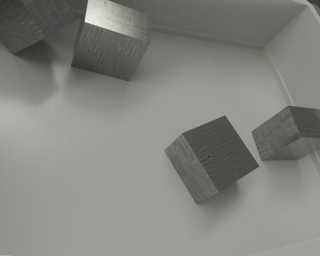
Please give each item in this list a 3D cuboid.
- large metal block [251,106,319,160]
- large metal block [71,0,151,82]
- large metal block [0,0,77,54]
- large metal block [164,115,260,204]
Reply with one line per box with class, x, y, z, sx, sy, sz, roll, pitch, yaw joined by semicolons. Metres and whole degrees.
large metal block;0.203;0.011;0.473;0.081;0.080;0.050;3;61;-27
large metal block;-0.065;-0.114;0.405;0.081;0.080;0.050;12;57;-22
large metal block;-0.156;-0.139;0.352;0.050;0.080;0.080;-52;124;-39
large metal block;0.066;0.039;0.401;0.081;0.050;0.080;-21;73;-36
